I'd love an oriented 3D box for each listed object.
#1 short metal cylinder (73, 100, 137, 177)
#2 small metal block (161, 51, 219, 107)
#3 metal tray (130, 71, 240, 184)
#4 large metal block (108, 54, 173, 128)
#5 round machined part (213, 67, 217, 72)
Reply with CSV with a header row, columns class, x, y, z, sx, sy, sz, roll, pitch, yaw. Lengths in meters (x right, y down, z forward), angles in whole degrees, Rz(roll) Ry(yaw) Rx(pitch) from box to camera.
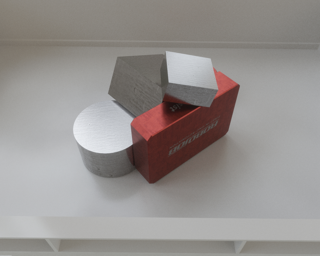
class,x,y,z,sx,sy,sz,roll,pitch,yaw
short metal cylinder,-0.059,0.012,0.375,0.081,0.050,0.080,0,50,0
small metal block,0.029,-0.051,0.322,0.050,0.025,0.050,7,48,-12
metal tray,0.030,0.000,0.361,0.131,0.089,0.030,-31,56,-24
large metal block,-0.003,-0.049,0.382,0.080,0.050,0.081,39,35,27
round machined part,0.047,-0.060,0.443,0.099,0.042,0.098,0,50,0
